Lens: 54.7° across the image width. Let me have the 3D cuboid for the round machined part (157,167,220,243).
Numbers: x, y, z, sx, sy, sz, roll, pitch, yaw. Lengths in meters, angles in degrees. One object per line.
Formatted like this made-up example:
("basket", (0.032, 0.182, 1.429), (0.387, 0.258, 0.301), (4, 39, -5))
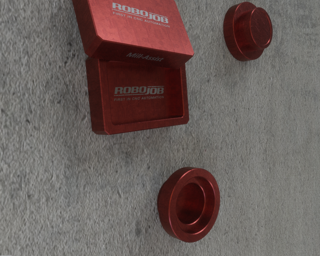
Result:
("round machined part", (0.035, 0.102, 0.426), (0.099, 0.042, 0.097), (0, 90, -40))

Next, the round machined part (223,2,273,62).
("round machined part", (0.155, -0.165, 0.527), (0.099, 0.042, 0.097), (0, 90, -40))

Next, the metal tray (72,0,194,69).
("metal tray", (-0.028, -0.119, 0.355), (0.131, 0.030, 0.090), (-2, 67, -39))

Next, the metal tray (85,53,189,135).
("metal tray", (-0.022, -0.043, 0.384), (0.131, 0.030, 0.089), (-8, 95, -40))
